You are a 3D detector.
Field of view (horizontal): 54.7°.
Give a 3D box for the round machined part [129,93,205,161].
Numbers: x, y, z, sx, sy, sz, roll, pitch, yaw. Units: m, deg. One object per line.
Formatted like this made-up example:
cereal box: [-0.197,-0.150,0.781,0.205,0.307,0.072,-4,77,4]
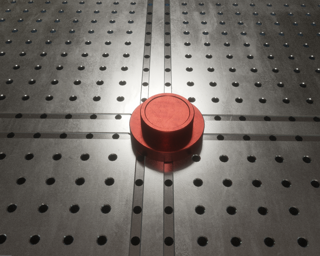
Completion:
round machined part: [0.009,-0.008,0.404,0.099,0.042,0.098,0,50,0]
